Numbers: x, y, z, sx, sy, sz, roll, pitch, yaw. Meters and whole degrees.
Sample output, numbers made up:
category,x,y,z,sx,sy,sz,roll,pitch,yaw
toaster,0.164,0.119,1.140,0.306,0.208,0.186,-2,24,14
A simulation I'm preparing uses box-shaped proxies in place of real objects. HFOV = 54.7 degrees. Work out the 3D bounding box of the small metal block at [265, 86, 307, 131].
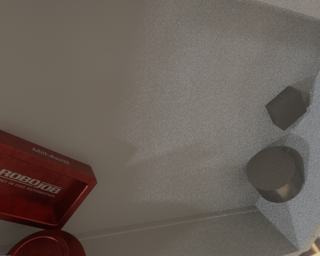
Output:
category,x,y,z,sx,sy,sz,roll,pitch,yaw
small metal block,0.206,-0.032,0.505,0.050,0.025,0.050,-41,130,-1

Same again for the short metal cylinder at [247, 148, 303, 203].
category,x,y,z,sx,sy,sz,roll,pitch,yaw
short metal cylinder,0.198,0.082,0.535,0.080,0.080,0.050,-43,130,1

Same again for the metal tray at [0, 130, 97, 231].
category,x,y,z,sx,sy,sz,roll,pitch,yaw
metal tray,-0.153,0.067,0.364,0.130,0.030,0.090,31,101,-38

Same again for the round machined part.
category,x,y,z,sx,sy,sz,roll,pitch,yaw
round machined part,-0.134,0.160,0.351,0.099,0.098,0.042,-18,137,-19
